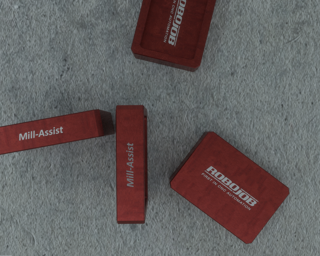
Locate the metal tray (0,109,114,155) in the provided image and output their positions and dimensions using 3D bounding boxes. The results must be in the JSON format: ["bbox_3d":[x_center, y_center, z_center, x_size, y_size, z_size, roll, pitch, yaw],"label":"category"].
[{"bbox_3d":[-0.127,0.005,0.376,0.131,0.090,0.030,-10,90,0],"label":"metal tray"}]

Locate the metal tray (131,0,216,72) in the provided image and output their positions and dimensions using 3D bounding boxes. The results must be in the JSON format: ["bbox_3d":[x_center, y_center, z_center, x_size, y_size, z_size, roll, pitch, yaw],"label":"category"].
[{"bbox_3d":[0.021,-0.148,0.407,0.091,0.030,0.129,14,90,0],"label":"metal tray"}]

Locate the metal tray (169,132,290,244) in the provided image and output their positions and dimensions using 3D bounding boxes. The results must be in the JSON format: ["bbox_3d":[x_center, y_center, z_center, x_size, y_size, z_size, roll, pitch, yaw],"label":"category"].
[{"bbox_3d":[0.089,0.076,0.408,0.130,0.030,0.090,37,90,0],"label":"metal tray"}]

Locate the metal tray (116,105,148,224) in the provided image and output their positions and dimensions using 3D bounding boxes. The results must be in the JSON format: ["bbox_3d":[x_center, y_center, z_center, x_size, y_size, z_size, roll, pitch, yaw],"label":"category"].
[{"bbox_3d":[-0.032,0.039,0.377,0.030,0.090,0.129,0,90,0],"label":"metal tray"}]
